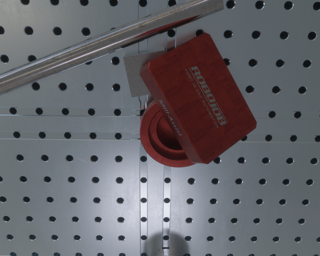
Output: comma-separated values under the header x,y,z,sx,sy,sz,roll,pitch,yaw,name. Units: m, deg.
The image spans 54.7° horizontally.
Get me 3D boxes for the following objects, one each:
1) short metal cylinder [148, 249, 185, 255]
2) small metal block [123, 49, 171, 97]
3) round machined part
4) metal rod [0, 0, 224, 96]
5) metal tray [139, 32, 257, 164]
x,y,z,sx,sy,sz,roll,pitch,yaw,name
0.010,0.241,0.489,0.081,0.050,0.079,0,110,0,short metal cylinder
-0.015,-0.069,0.388,0.050,0.025,0.050,-9,110,3,small metal block
0.024,-0.001,0.404,0.099,0.042,0.097,0,110,0,round machined part
-0.071,-0.100,0.375,0.301,0.025,0.025,-19,109,6,metal rod
0.047,-0.034,0.364,0.091,0.030,0.130,-33,98,-21,metal tray
